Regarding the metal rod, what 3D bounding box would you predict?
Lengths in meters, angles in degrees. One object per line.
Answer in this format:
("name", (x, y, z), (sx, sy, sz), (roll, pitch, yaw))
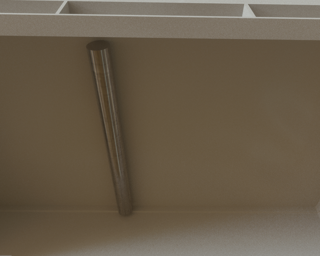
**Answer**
("metal rod", (-0.062, 0.025, 0.429), (0.025, 0.025, 0.298), (-1, 130, 1))
